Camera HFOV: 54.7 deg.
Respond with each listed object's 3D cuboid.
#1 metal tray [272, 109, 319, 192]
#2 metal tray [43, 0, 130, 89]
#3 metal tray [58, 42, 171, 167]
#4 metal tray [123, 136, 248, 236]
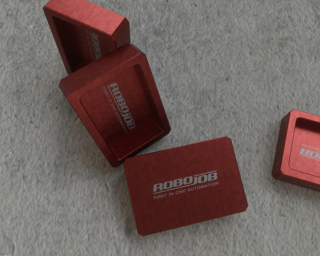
[{"bbox_3d":[0.218,0.037,0.394,0.131,0.030,0.090,16,71,5],"label":"metal tray"},{"bbox_3d":[-0.082,-0.096,0.385,0.090,0.129,0.030,25,66,8],"label":"metal tray"},{"bbox_3d":[-0.044,-0.021,0.359,0.090,0.130,0.030,-33,48,-11],"label":"metal tray"},{"bbox_3d":[0.029,0.067,0.371,0.131,0.030,0.090,-12,83,-5],"label":"metal tray"}]
